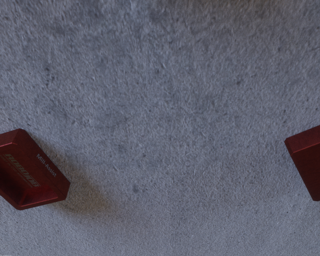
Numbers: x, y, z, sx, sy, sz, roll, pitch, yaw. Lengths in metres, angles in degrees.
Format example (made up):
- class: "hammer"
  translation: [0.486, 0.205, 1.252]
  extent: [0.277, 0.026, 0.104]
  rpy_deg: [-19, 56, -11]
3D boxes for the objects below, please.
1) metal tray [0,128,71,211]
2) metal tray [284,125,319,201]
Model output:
- class: "metal tray"
  translation: [-0.206, 0.066, 0.456]
  extent: [0.090, 0.030, 0.130]
  rpy_deg: [-16, 129, 12]
- class: "metal tray"
  translation: [0.248, 0.049, 0.450]
  extent: [0.090, 0.030, 0.130]
  rpy_deg: [-26, 126, 20]
